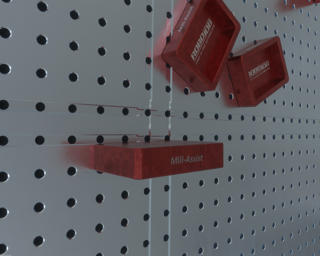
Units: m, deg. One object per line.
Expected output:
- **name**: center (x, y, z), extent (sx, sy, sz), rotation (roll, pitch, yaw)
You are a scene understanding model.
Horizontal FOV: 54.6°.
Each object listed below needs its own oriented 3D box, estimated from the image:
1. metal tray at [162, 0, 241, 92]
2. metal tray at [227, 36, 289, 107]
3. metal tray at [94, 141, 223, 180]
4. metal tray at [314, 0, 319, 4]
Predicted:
- **metal tray**: center (0.066, -0.130, 0.459), extent (0.090, 0.030, 0.130), rotation (38, 67, -33)
- **metal tray**: center (0.178, -0.102, 0.552), extent (0.131, 0.030, 0.090), rotation (-32, 110, -35)
- **metal tray**: center (0.000, 0.033, 0.366), extent (0.131, 0.090, 0.030), rotation (-1, 91, -40)
- **metal tray**: center (0.417, -0.343, 0.712), extent (0.130, 0.090, 0.030), rotation (-51, 120, -28)
